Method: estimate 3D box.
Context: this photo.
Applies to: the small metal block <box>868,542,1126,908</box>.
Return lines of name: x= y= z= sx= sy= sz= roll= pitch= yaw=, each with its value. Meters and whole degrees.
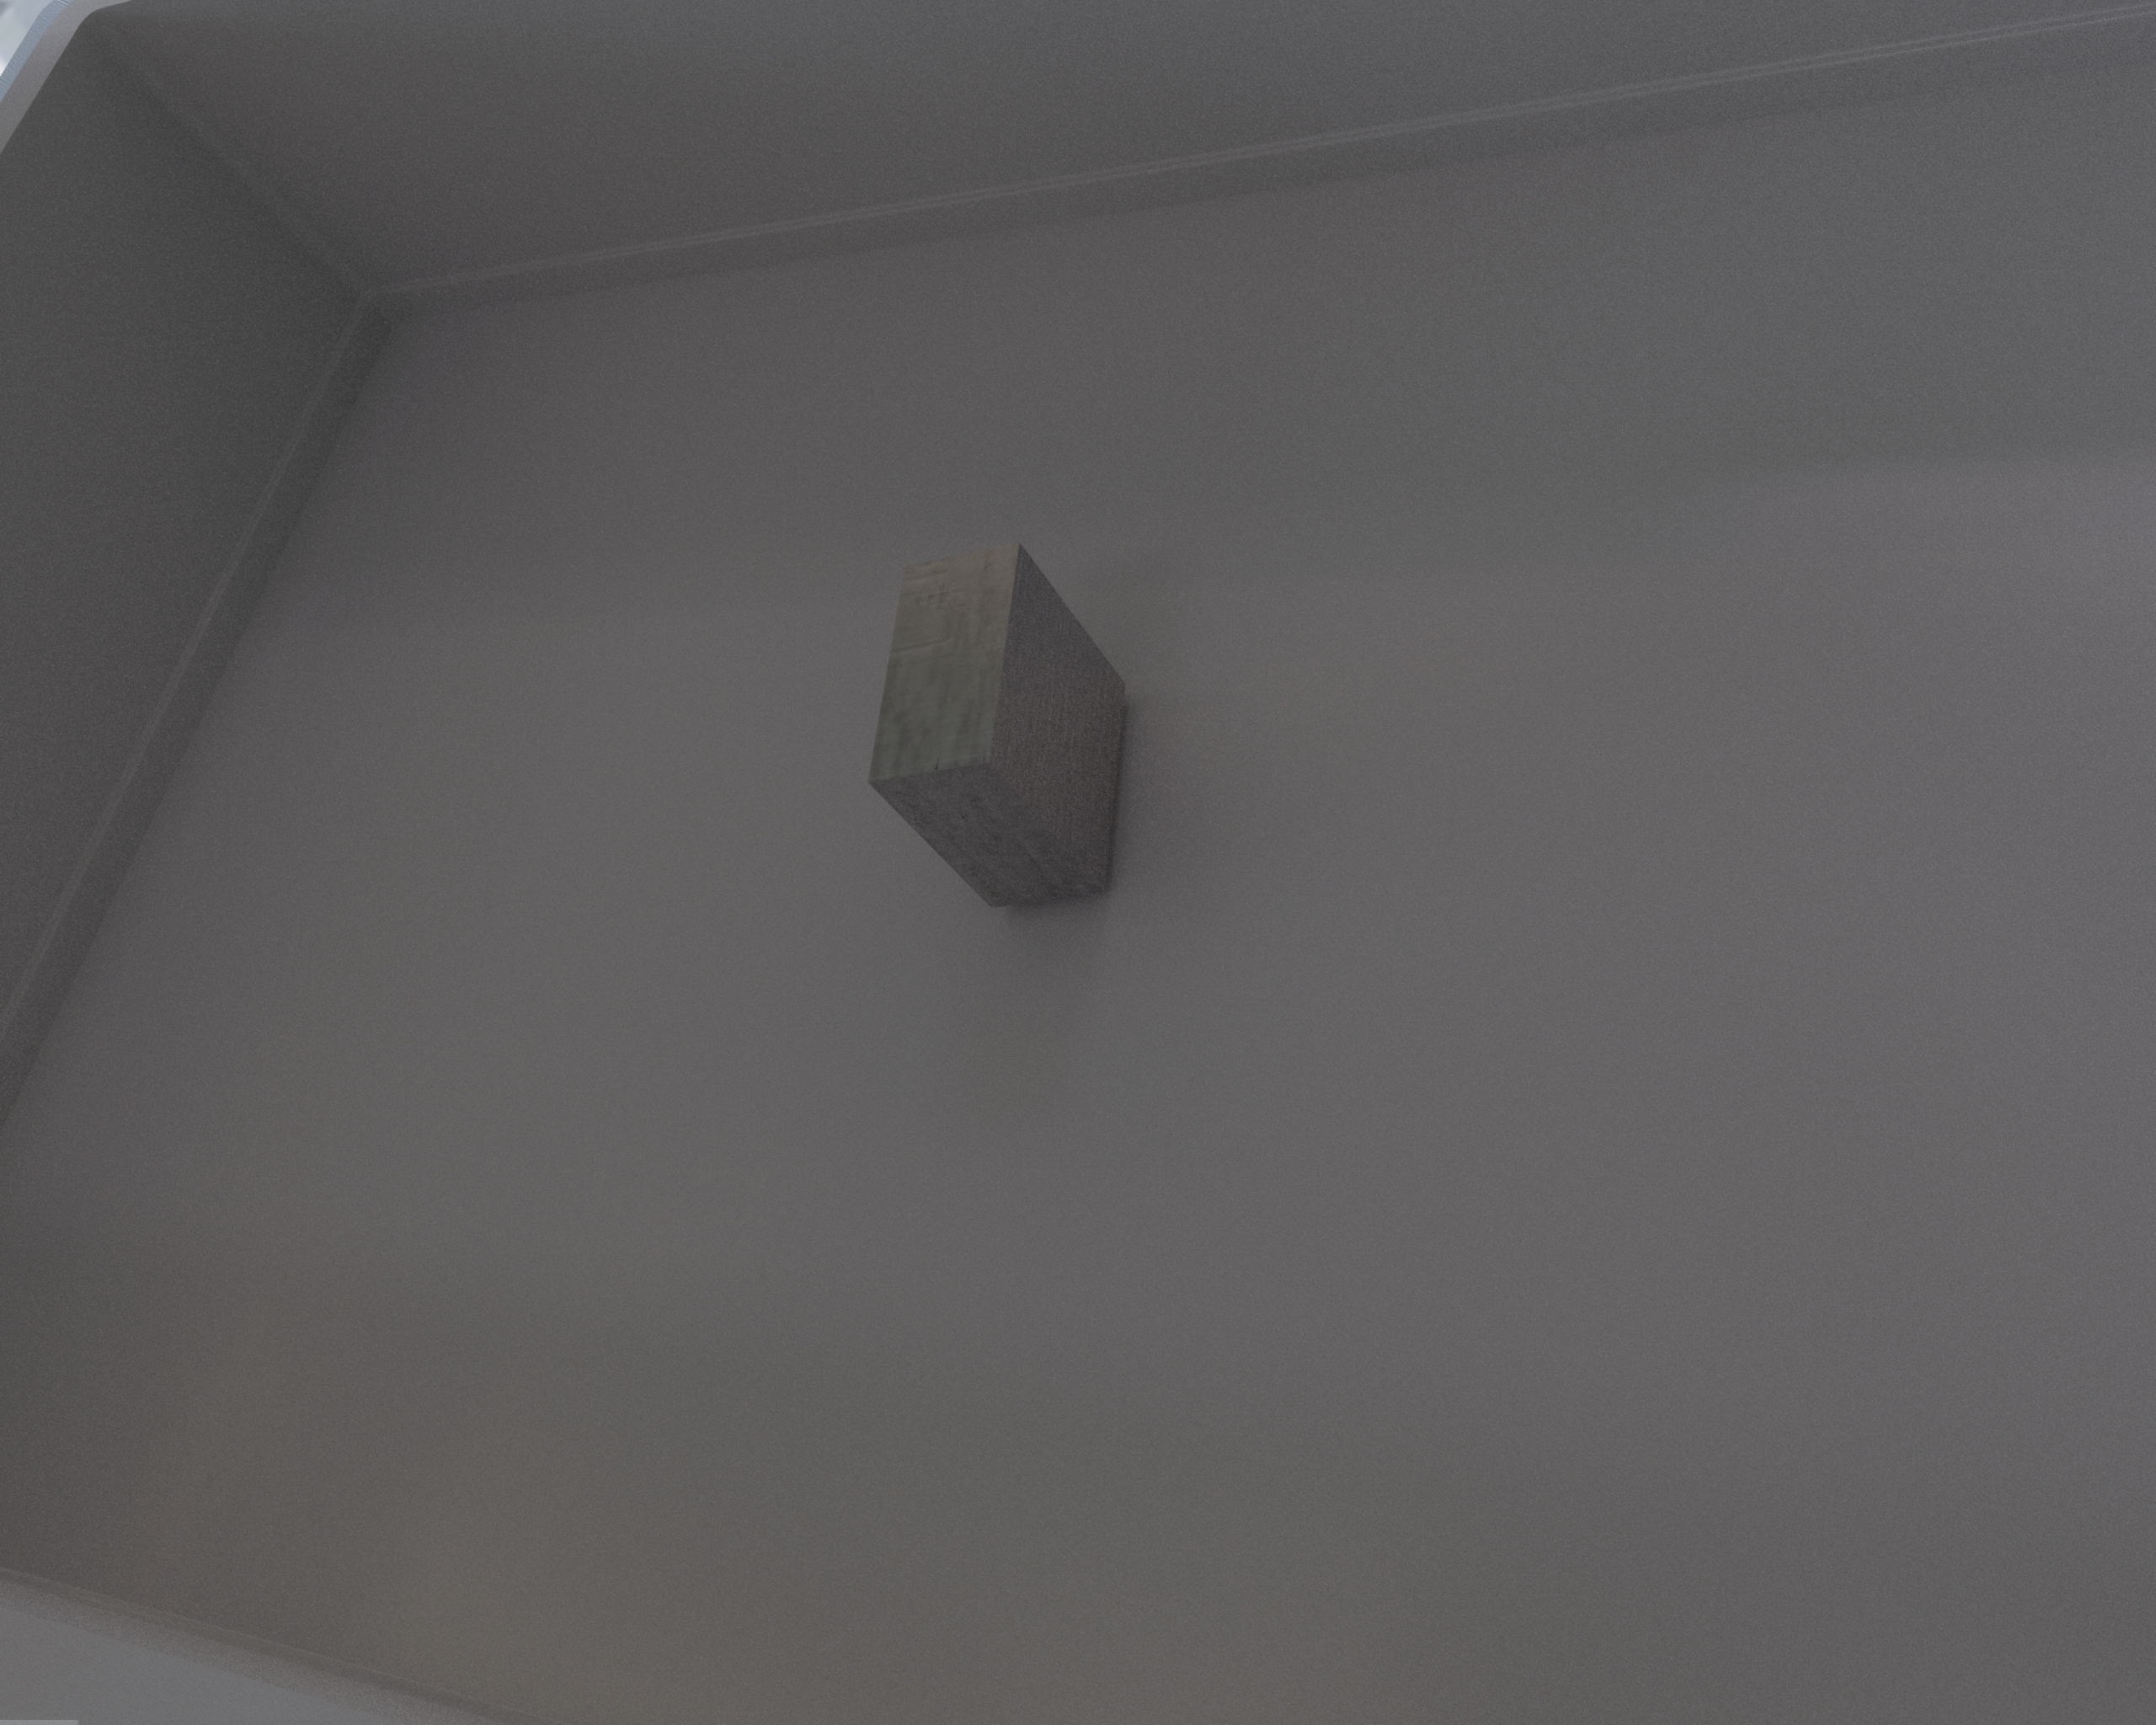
small metal block: x=-0.014 y=-0.026 z=0.410 sx=0.025 sy=0.050 sz=0.050 roll=-9 pitch=57 yaw=24
